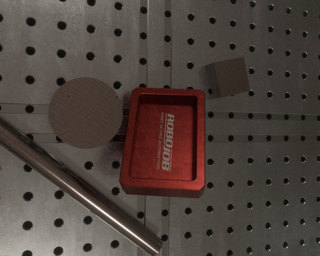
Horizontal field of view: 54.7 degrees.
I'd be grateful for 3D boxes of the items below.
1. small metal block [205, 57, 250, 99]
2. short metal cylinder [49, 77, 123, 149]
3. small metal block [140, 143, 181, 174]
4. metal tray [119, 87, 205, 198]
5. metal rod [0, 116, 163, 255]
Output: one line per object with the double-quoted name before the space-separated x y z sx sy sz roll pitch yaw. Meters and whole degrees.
"small metal block" 0.099 -0.073 0.451 0.050 0.025 0.050 -14 95 -20
"short metal cylinder" -0.089 -0.017 0.367 0.081 0.050 0.079 0 90 -21
"small metal block" 0.000 0.040 0.400 0.050 0.050 0.025 -35 102 -17
"metal tray" 0.007 0.013 0.366 0.091 0.030 0.130 3 60 3
"metal rod" -0.113 0.062 0.371 0.300 0.025 0.025 42 77 -16
